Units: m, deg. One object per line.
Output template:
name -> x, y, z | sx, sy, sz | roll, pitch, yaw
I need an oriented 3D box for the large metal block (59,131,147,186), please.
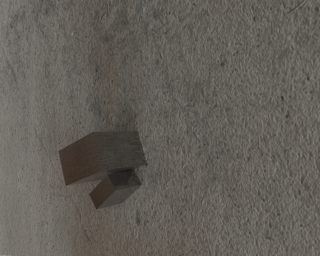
large metal block -> -0.080, 0.042, 0.433 | 0.080, 0.081, 0.050 | -25, 74, 37

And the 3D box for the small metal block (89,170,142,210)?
small metal block -> -0.063, 0.087, 0.438 | 0.050, 0.050, 0.025 | -47, 63, 30
